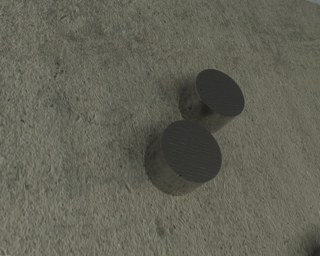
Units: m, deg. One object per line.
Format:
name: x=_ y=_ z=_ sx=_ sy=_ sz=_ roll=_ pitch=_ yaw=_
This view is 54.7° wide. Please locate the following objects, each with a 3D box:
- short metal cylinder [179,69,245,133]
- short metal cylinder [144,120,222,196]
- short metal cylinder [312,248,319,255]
short metal cylinder: x=0.075 y=-0.039 z=0.451 sx=0.081 sy=0.050 sz=0.080 roll=14 pitch=56 yaw=-21
short metal cylinder: x=0.028 y=0.037 z=0.380 sx=0.081 sy=0.050 sz=0.080 roll=14 pitch=56 yaw=-21
short metal cylinder: x=0.247 y=0.193 z=0.403 sx=0.081 sy=0.050 sz=0.080 roll=14 pitch=56 yaw=-21
